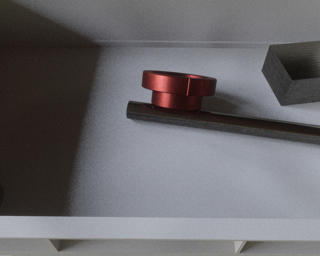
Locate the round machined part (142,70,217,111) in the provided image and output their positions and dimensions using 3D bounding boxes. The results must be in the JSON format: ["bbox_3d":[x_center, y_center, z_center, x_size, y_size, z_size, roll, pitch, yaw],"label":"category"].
[{"bbox_3d":[0.024,-0.051,0.417,0.099,0.042,0.098,6,13,-1],"label":"round machined part"}]

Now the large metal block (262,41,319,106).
[{"bbox_3d":[0.210,-0.082,0.461,0.081,0.050,0.080,-6,50,-6],"label":"large metal block"}]

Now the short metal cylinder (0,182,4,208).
[{"bbox_3d":[-0.218,0.069,0.328,0.081,0.050,0.080,0,50,0],"label":"short metal cylinder"}]

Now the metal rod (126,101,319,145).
[{"bbox_3d":[0.106,-0.005,0.410,0.302,0.025,0.025,8,51,6],"label":"metal rod"}]
